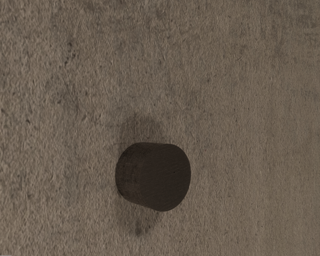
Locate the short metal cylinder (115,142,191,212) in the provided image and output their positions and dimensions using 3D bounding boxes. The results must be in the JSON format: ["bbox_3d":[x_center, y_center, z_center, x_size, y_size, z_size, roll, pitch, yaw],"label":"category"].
[{"bbox_3d":[-0.008,0.058,0.384,0.081,0.050,0.079,0,90,-40],"label":"short metal cylinder"}]
